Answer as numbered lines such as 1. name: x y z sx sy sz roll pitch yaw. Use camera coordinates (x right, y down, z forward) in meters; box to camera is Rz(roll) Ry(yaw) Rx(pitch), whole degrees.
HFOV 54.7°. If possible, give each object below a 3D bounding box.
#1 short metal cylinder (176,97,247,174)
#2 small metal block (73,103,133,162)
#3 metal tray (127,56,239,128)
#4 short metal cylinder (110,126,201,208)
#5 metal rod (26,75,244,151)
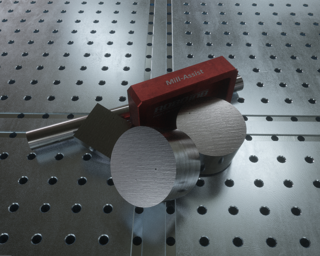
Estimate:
1. short metal cylinder: 0.057 0.009 0.373 0.081 0.050 0.080 2 58 -4
2. small metal block: -0.069 0.006 0.381 0.050 0.025 0.050 32 71 1
3. metal tray: 0.028 -0.029 0.385 0.131 0.089 0.030 -21 53 -17
4. short metal cylinder: -0.005 0.039 0.326 0.080 0.080 0.050 40 19 28
5. metal rod: -0.023 -0.026 0.424 0.302 0.025 0.025 -17 52 -14
